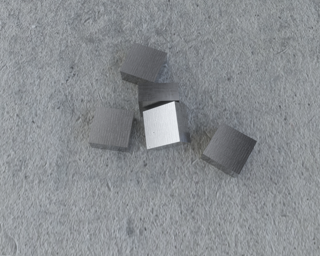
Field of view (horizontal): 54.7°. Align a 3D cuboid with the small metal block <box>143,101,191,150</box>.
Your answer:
[{"bbox_3d":[0.008,-0.001,0.392,0.050,0.025,0.050,-16,74,34],"label":"small metal block"}]

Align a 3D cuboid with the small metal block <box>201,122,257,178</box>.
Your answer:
[{"bbox_3d":[0.088,0.028,0.398,0.050,0.025,0.050,30,73,10],"label":"small metal block"}]

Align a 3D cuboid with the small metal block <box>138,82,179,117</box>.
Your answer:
[{"bbox_3d":[-0.002,-0.037,0.408,0.050,0.050,0.025,-1,70,-1],"label":"small metal block"}]

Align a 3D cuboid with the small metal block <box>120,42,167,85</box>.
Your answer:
[{"bbox_3d":[-0.022,-0.087,0.440,0.050,0.025,0.050,20,71,7],"label":"small metal block"}]

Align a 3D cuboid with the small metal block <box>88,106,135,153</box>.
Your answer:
[{"bbox_3d":[-0.062,0.002,0.407,0.050,0.025,0.050,7,70,2],"label":"small metal block"}]
